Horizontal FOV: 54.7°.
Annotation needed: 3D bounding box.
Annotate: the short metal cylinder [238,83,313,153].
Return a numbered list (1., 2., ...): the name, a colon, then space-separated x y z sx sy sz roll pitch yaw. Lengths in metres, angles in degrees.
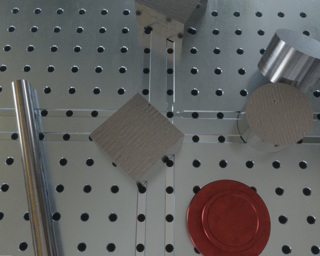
1. short metal cylinder: 0.146 -0.012 0.400 0.080 0.050 0.080 -1 75 2

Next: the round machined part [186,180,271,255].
1. round machined part: 0.081 0.109 0.363 0.099 0.042 0.098 0 70 0

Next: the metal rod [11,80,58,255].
1. metal rod: -0.153 0.074 0.383 0.025 0.025 0.299 -15 71 -5

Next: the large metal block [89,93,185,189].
1. large metal block: -0.027 0.017 0.392 0.080 0.050 0.080 43 75 14

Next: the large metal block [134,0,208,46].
1. large metal block: 0.019 -0.185 0.466 0.080 0.050 0.080 29 72 10

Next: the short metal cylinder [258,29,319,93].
1. short metal cylinder: 0.180 -0.090 0.414 0.081 0.050 0.080 13 39 -10
